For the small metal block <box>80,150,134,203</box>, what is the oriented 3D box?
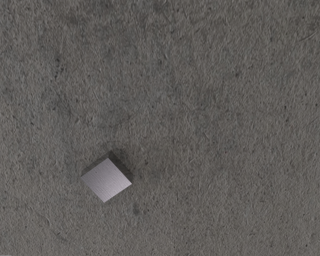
[{"bbox_3d":[-0.074,0.068,0.434,0.050,0.025,0.050,-36,106,12],"label":"small metal block"}]
